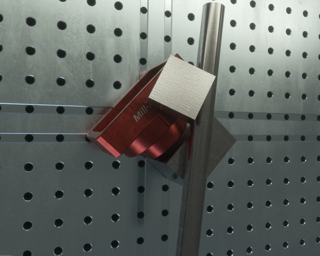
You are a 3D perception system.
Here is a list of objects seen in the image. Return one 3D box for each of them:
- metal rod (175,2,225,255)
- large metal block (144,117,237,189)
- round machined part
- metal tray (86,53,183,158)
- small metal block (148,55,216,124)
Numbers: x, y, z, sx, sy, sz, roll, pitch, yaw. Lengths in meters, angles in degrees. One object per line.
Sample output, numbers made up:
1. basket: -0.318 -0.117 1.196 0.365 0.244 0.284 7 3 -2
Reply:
1. metal rod: 0.044 0.011 0.345 0.025 0.025 0.298 7 88 -20
2. large metal block: 0.036 0.027 0.395 0.050 0.080 0.080 45 76 -15
3. round machined part: -0.005 -0.001 0.377 0.042 0.098 0.098 44 76 -15
4. metal tray: -0.027 -0.026 0.369 0.030 0.090 0.130 45 76 -15
5. small metal block: 0.021 -0.039 0.317 0.050 0.025 0.050 26 79 0
